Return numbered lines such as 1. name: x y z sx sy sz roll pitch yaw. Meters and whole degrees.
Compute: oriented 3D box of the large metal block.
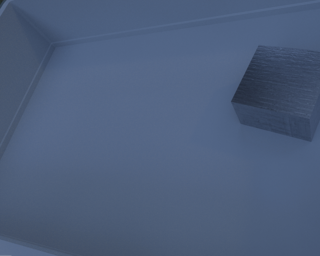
1. large metal block: 0.137 -0.040 0.342 0.080 0.050 0.080 17 71 34
